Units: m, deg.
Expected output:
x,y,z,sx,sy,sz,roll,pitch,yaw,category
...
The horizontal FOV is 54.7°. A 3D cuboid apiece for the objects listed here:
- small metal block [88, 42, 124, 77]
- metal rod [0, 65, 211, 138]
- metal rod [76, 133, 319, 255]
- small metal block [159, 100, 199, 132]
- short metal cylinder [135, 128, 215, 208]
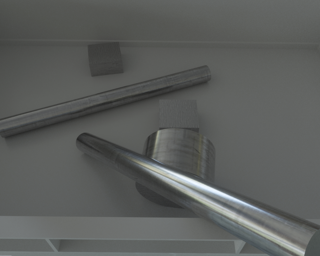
x,y,z,sx,sy,sz,roll,pitch,yaw,category
-0.088,-0.111,0.497,0.050,0.025,0.050,-8,51,-7,small metal block
-0.067,-0.042,0.439,0.302,0.025,0.025,-17,52,-14,metal rod
-0.009,0.039,0.271,0.025,0.025,0.300,-35,26,-26,metal rod
0.024,-0.012,0.415,0.050,0.025,0.050,0,50,0,small metal block
0.018,0.045,0.332,0.080,0.080,0.050,6,51,5,short metal cylinder
